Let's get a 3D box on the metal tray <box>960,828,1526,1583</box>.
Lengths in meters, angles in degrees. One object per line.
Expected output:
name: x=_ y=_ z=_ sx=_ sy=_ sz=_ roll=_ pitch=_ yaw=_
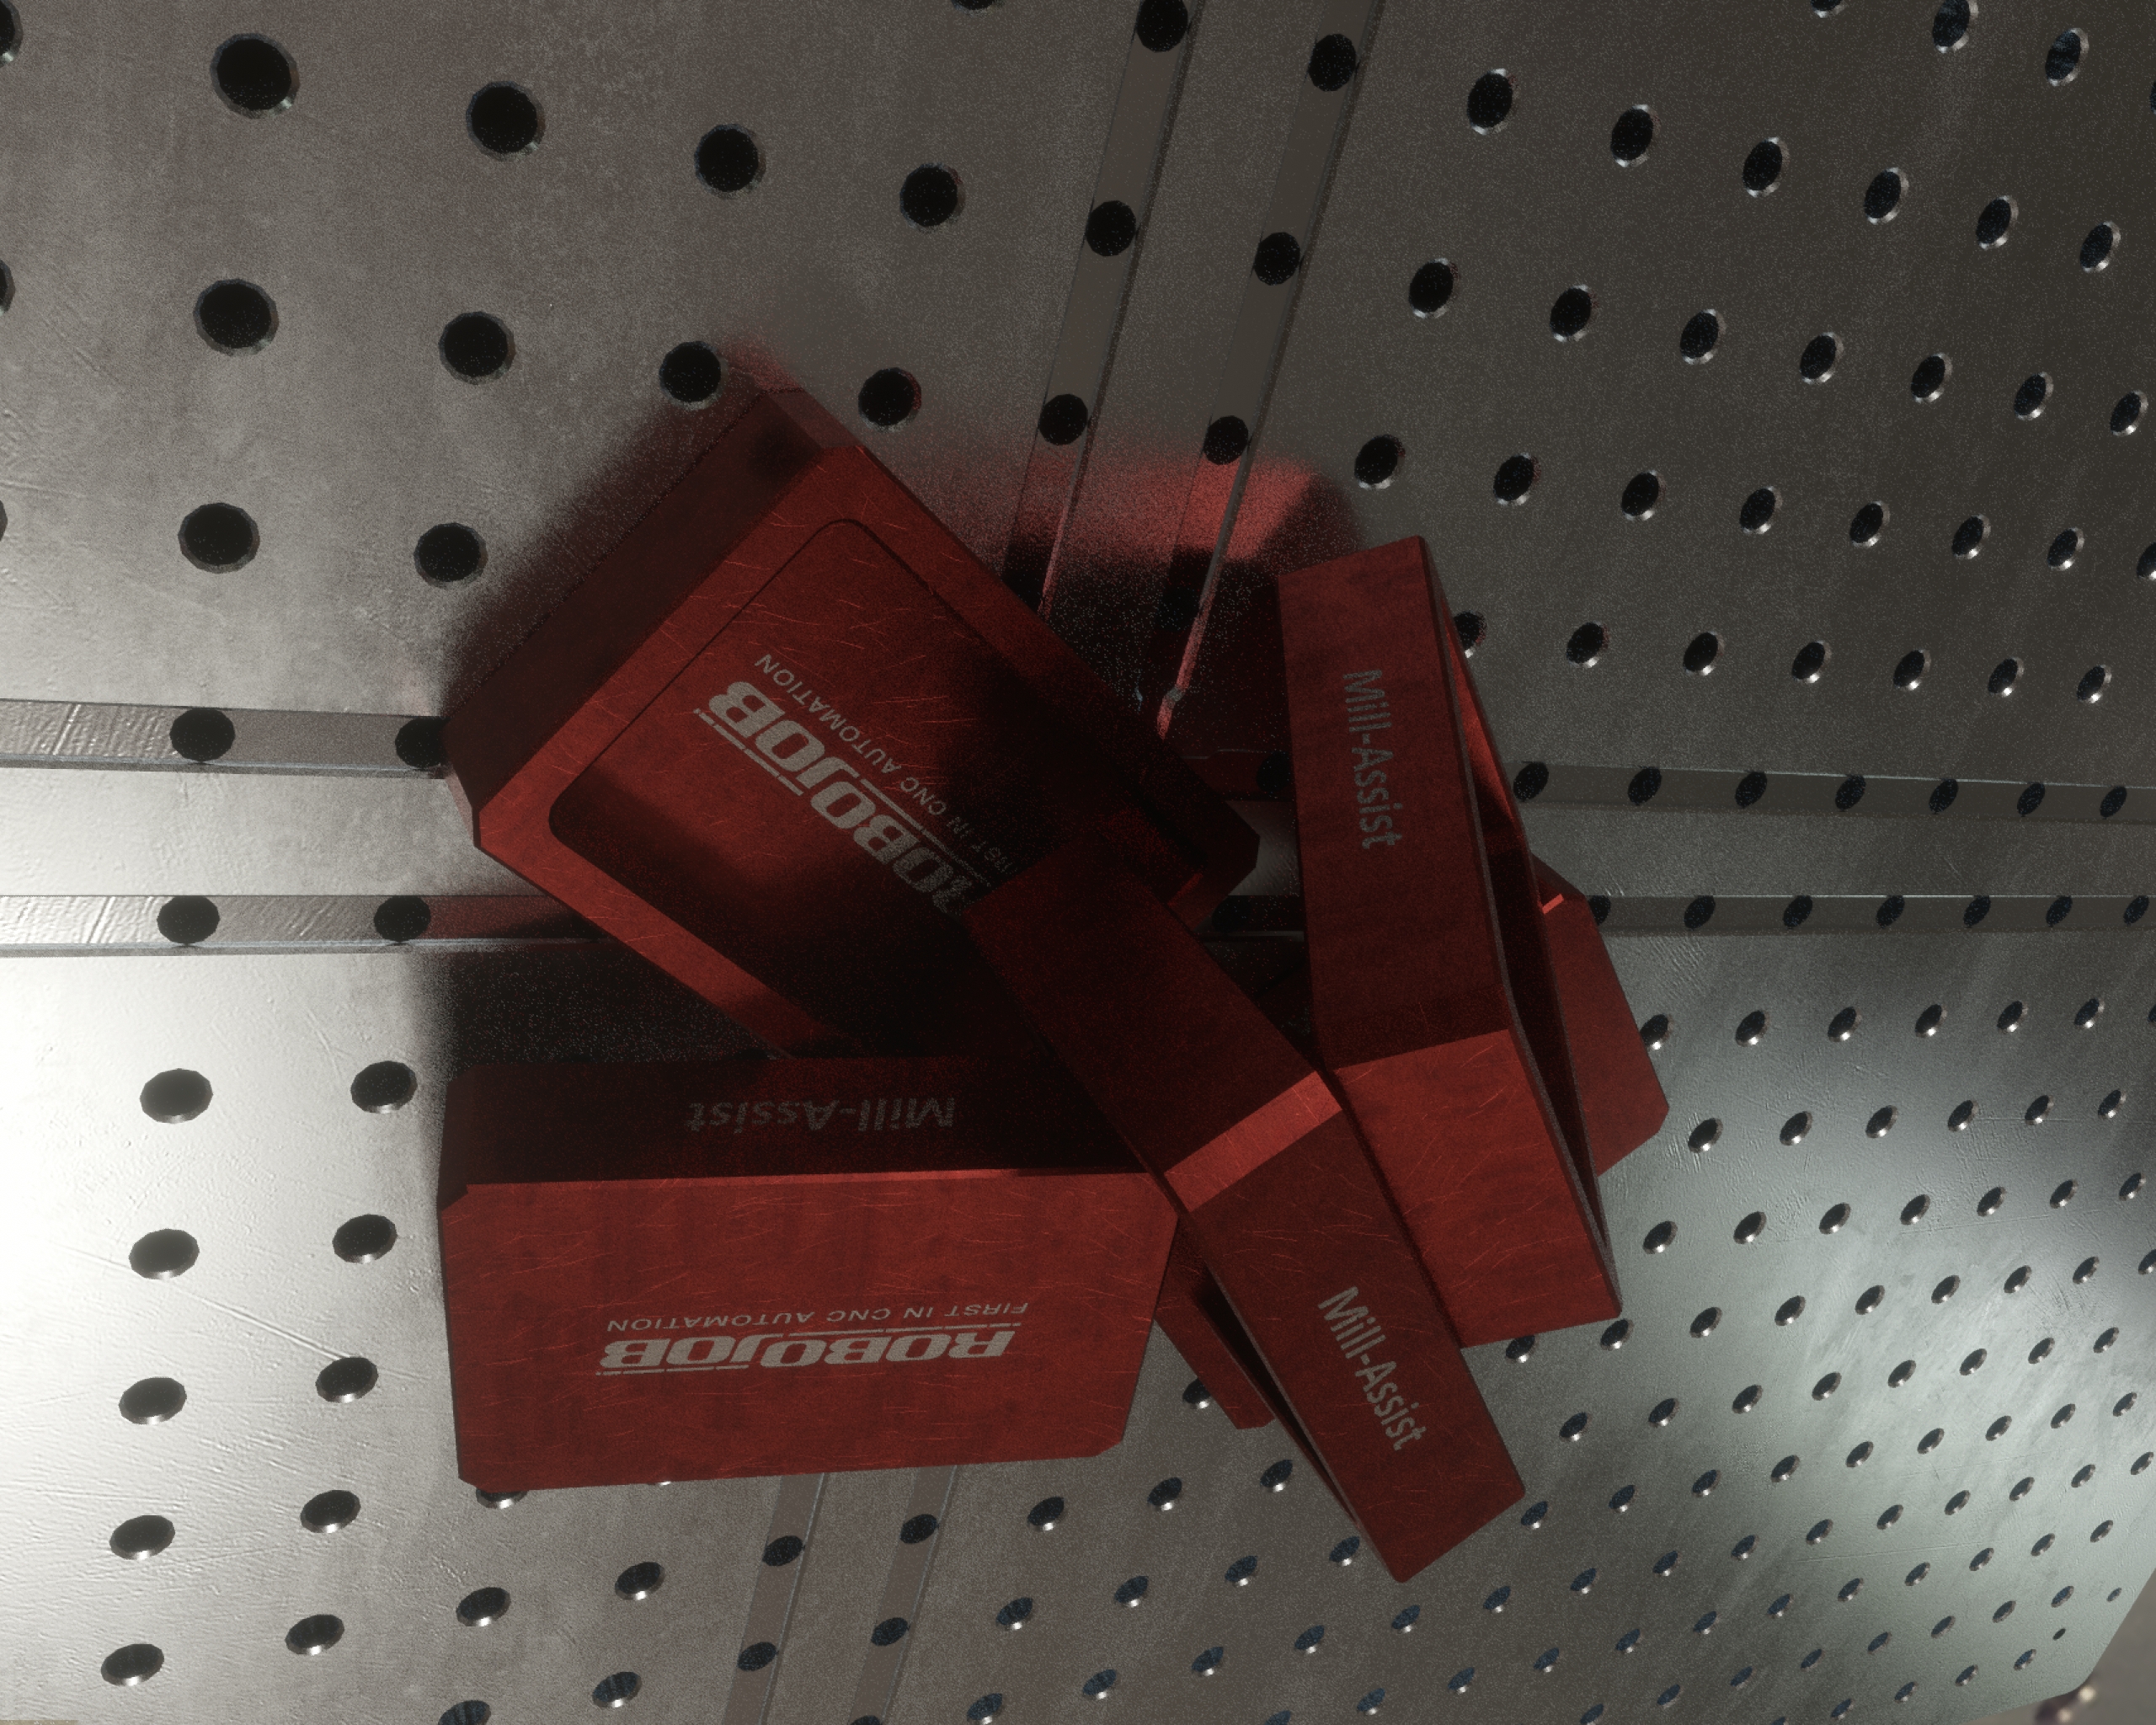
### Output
metal tray: x=0.032 y=0.065 z=0.388 sx=0.030 sy=0.090 sz=0.130 roll=-34 pitch=129 yaw=-7

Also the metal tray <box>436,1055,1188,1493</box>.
metal tray: x=-0.051 y=0.079 z=0.399 sx=0.131 sy=0.030 sz=0.089 roll=0 pitch=130 yaw=-12

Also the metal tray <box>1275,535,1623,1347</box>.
metal tray: x=0.068 y=0.012 z=0.390 sx=0.030 sy=0.130 sz=0.090 roll=-16 pitch=131 yaw=15

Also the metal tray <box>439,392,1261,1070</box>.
metal tray: x=-0.037 y=-0.011 z=0.382 sx=0.090 sy=0.030 sz=0.130 roll=-46 pitch=130 yaw=3

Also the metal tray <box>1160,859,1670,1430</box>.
metal tray: x=0.068 y=0.064 z=0.486 sx=0.130 sy=0.030 sz=0.090 roll=-36 pitch=129 yaw=-5
